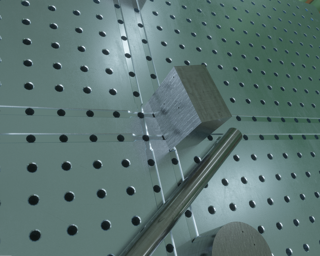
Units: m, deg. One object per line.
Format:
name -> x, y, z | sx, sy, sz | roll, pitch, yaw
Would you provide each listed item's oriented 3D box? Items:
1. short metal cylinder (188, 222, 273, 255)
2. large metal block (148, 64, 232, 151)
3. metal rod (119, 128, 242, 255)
short metal cylinder -> 0.078, 0.150, 0.344 | 0.081, 0.050, 0.080 | 14, 56, -21
large metal block -> 0.036, -0.026, 0.410 | 0.050, 0.080, 0.080 | -11, 68, -33
metal rod -> 0.024, 0.087, 0.369 | 0.025, 0.025, 0.302 | 46, 51, 3
